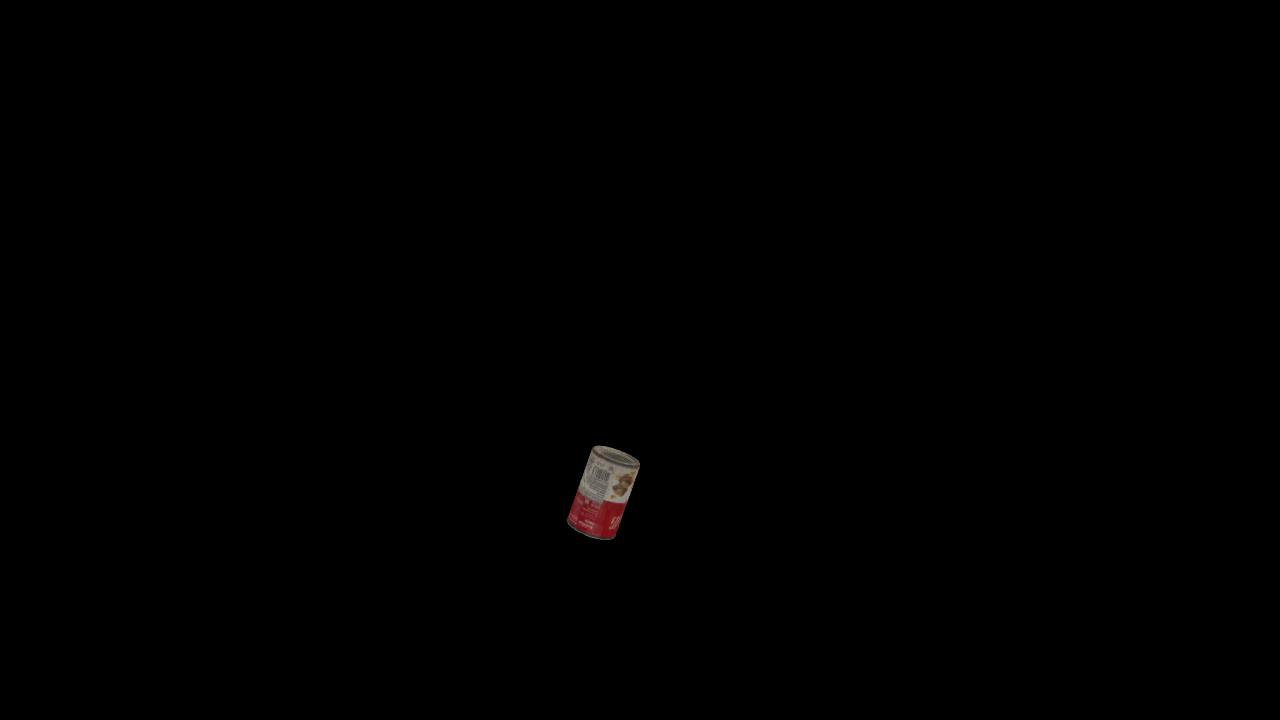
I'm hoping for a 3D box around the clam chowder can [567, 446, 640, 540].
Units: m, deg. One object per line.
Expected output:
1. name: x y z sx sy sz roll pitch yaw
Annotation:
1. clam chowder can: -0.047 0.169 0.792 0.068 0.102 0.068 19 4 -1
